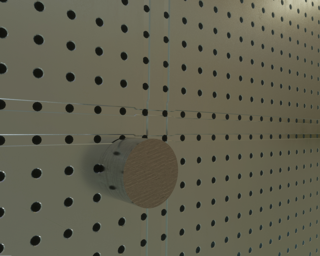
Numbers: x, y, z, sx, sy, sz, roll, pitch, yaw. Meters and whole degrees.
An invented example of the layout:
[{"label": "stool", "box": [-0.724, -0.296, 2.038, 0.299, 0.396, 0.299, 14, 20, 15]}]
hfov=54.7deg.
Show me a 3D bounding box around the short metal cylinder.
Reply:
[{"label": "short metal cylinder", "box": [-0.025, 0.052, 0.374, 0.081, 0.050, 0.079, 0, 90, -40]}]
